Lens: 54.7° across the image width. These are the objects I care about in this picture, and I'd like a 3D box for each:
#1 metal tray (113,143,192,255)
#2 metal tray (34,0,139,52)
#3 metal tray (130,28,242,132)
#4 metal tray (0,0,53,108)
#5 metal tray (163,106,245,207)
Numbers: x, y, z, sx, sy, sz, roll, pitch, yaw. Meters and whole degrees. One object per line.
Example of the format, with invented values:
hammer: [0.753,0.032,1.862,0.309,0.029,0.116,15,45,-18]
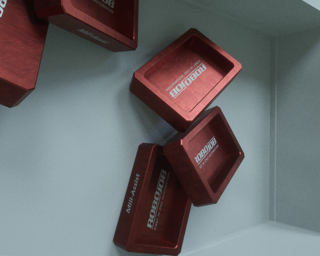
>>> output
metal tray: [0.000,0.093,0.403,0.090,0.030,0.130,24,75,-38]
metal tray: [-0.065,-0.136,0.312,0.131,0.030,0.089,3,88,-67]
metal tray: [0.036,-0.066,0.402,0.090,0.030,0.131,41,59,7]
metal tray: [-0.140,-0.090,0.247,0.090,0.030,0.130,27,46,-38]
metal tray: [0.066,0.033,0.422,0.131,0.030,0.090,-38,101,-51]
